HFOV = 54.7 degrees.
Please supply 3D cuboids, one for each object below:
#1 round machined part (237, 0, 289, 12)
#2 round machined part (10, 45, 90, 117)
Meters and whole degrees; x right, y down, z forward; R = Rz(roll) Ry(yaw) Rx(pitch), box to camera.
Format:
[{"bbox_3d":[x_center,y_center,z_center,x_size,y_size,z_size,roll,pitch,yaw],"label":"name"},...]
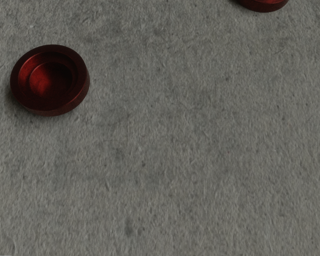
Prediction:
[{"bbox_3d":[0.165,-0.235,0.487,0.099,0.042,0.098,0,70,-1],"label":"round machined part"},{"bbox_3d":[-0.144,-0.060,0.419,0.099,0.042,0.098,0,70,-1],"label":"round machined part"}]
